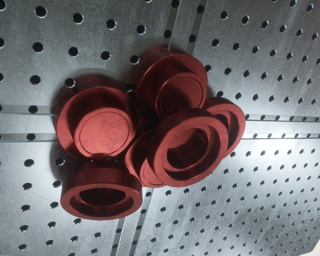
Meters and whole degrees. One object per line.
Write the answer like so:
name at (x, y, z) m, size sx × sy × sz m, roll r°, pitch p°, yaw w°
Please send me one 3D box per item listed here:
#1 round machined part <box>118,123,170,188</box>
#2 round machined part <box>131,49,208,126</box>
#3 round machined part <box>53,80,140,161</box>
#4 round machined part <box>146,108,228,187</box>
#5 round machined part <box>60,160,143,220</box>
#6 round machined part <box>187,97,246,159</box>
round machined part at (-0.004, 0.043, 0.423) m, size 0.099 × 0.042 × 0.097 m, roll -14°, pitch 124°, yaw -21°
round machined part at (0.018, -0.043, 0.382) m, size 0.099 × 0.042 × 0.097 m, roll -14°, pitch 124°, yaw -21°
round machined part at (-0.069, -0.002, 0.360) m, size 0.099 × 0.042 × 0.097 m, roll -14°, pitch 124°, yaw -21°
round machined part at (0.029, 0.020, 0.372) m, size 0.099 × 0.042 × 0.097 m, roll -14°, pitch 124°, yaw -21°
round machined part at (-0.072, 0.076, 0.390) m, size 0.099 × 0.042 × 0.098 m, roll -4°, pitch 140°, yaw -3°
round machined part at (0.067, 0.000, 0.436) m, size 0.099 × 0.042 × 0.097 m, roll -14°, pitch 124°, yaw -21°
